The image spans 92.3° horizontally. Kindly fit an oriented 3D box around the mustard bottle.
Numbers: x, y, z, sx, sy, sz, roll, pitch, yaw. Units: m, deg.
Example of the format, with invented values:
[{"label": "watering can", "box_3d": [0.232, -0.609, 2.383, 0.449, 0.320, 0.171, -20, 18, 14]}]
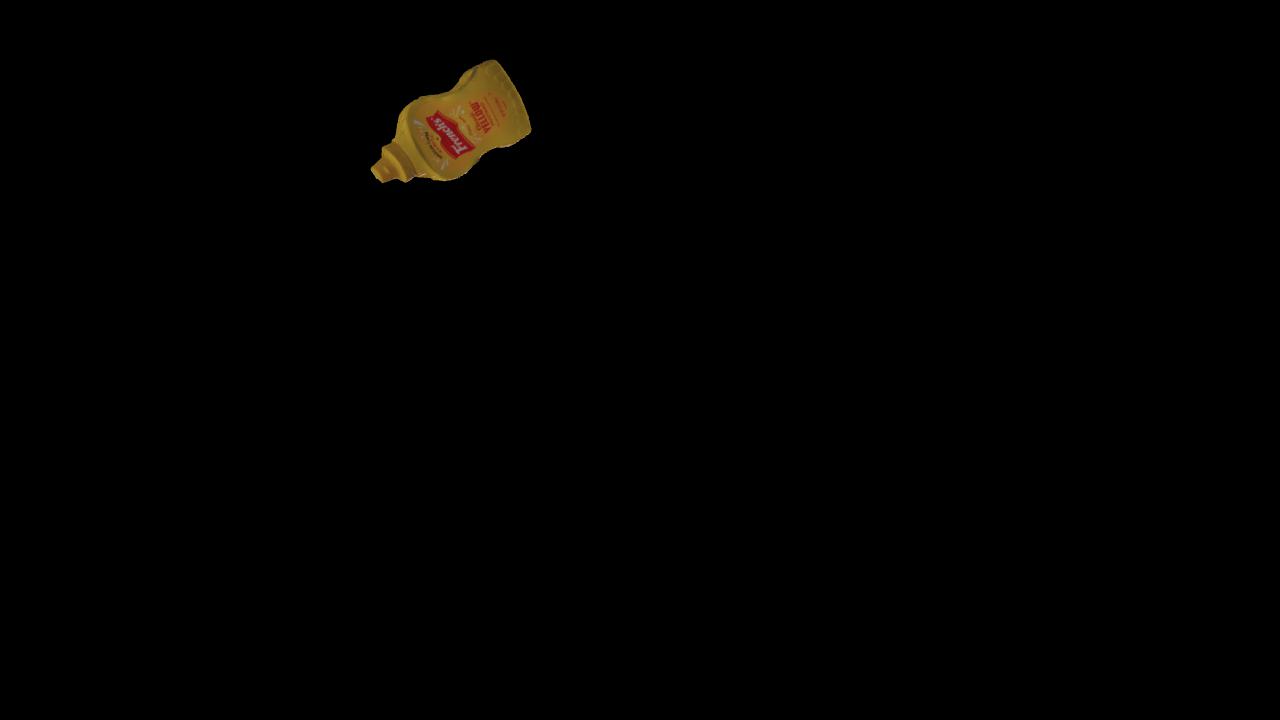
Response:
[{"label": "mustard bottle", "box_3d": [-0.215, -0.249, 0.681, 0.184, 0.092, 0.054, -40, 40, -21]}]
